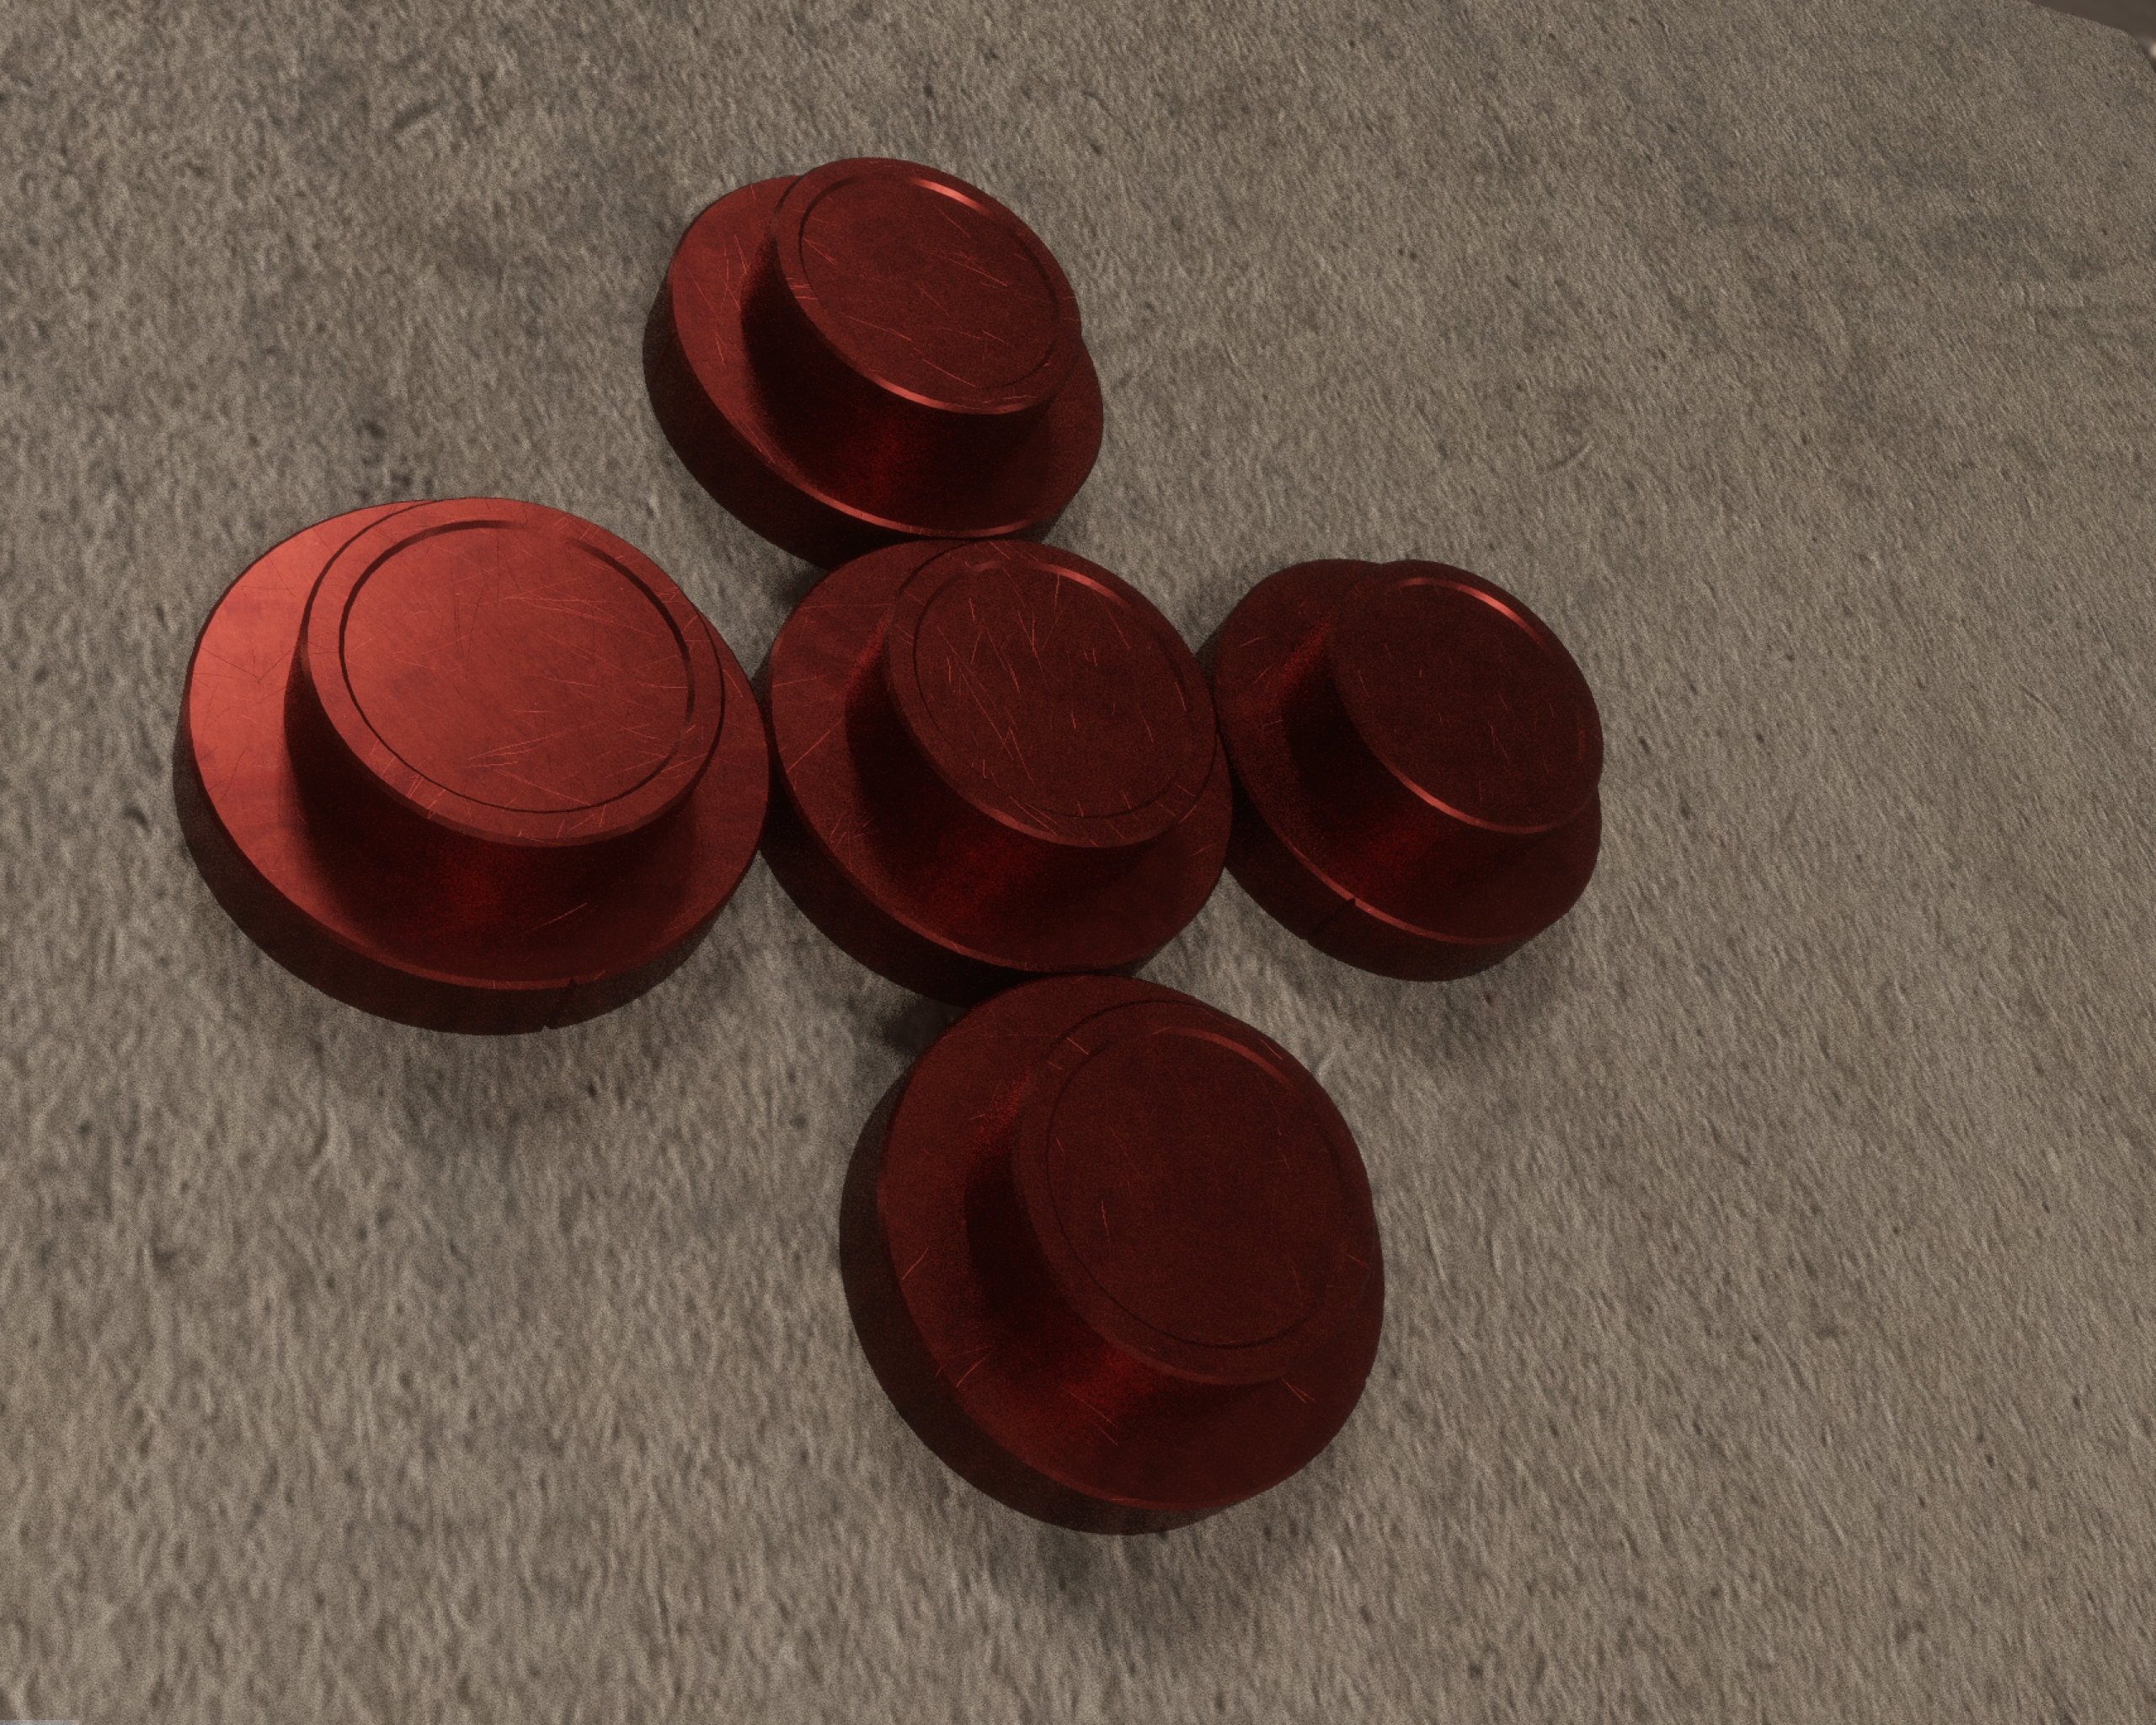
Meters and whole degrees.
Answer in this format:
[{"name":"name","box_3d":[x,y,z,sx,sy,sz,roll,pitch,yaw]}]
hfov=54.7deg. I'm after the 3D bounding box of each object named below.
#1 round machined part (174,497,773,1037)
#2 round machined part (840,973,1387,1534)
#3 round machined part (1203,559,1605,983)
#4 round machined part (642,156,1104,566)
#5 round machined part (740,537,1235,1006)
[{"name":"round machined part","box_3d":[-0.099,-0.023,0.356,0.099,0.042,0.098,14,56,-21]},{"name":"round machined part","box_3d":[0.012,0.063,0.363,0.099,0.042,0.098,14,56,-21]},{"name":"round machined part","box_3d":[0.074,-0.026,0.452,0.099,0.042,0.098,14,56,-21]},{"name":"round machined part","box_3d":[-0.039,-0.110,0.442,0.099,0.042,0.098,14,56,-21]},{"name":"round machined part","box_3d":[-0.013,-0.023,0.403,0.099,0.042,0.098,14,56,-21]}]
